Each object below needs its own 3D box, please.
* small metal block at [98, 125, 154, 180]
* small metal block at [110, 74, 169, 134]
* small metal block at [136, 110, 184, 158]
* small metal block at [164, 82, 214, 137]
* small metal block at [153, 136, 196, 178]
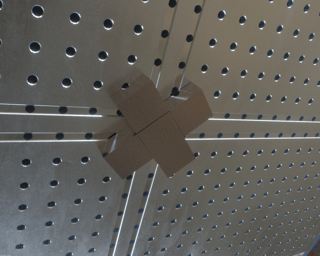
[{"bbox_3d":[-0.045,0.033,0.408,0.050,0.025,0.050,-36,129,-5],"label":"small metal block"},{"bbox_3d":[-0.024,-0.029,0.381,0.050,0.025,0.050,-35,129,-5],"label":"small metal block"},{"bbox_3d":[-0.003,0.004,0.412,0.050,0.025,0.050,-36,129,-5],"label":"small metal block"},{"bbox_3d":[0.038,-0.025,0.417,0.050,0.025,0.050,-36,129,-5],"label":"small metal block"},{"bbox_3d":[0.017,0.036,0.444,0.050,0.025,0.050,-35,129,-5],"label":"small metal block"}]
